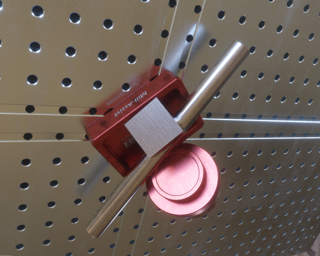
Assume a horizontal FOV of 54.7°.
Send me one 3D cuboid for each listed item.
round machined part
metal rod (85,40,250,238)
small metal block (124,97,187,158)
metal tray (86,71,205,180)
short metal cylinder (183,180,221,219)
[{"bbox_3d":[0.027,0.065,0.407,0.098,0.098,0.042,-39,152,-2],"label":"round machined part"},{"bbox_3d":[0.004,0.020,0.388,0.025,0.025,0.299,32,100,-39],"label":"metal rod"},{"bbox_3d":[-0.005,0.000,0.366,0.050,0.050,0.025,-40,168,11],"label":"small metal block"},{"bbox_3d":[-0.015,-0.001,0.400,0.130,0.030,0.090,-37,130,-4],"label":"metal tray"},{"bbox_3d":[0.041,0.083,0.450,0.080,0.080,0.050,-37,130,-4],"label":"short metal cylinder"}]
